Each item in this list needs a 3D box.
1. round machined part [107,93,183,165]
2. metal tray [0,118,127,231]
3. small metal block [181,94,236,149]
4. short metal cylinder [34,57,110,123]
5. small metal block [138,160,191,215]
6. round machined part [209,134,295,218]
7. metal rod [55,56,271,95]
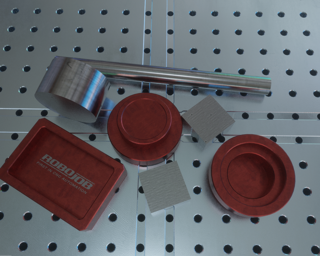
[{"bbox_3d":[-0.020,-0.004,0.403,0.099,0.042,0.098,0,67,0],"label":"round machined part"},{"bbox_3d":[-0.119,0.056,0.387,0.130,0.030,0.090,29,73,10],"label":"metal tray"},{"bbox_3d":[0.063,-0.008,0.415,0.050,0.025,0.050,-36,74,-12],"label":"small metal block"},{"bbox_3d":[-0.111,-0.047,0.399,0.080,0.080,0.050,17,71,6],"label":"short metal cylinder"},{"bbox_3d":[0.005,0.074,0.385,0.050,0.025,0.050,-18,71,-7],"label":"small metal block"},{"bbox_3d":[0.109,0.060,0.381,0.099,0.042,0.098,0,70,0],"label":"round machined part"},{"bbox_3d":[0.002,-0.075,0.438,0.302,0.025,0.025,6,70,2],"label":"metal rod"}]
